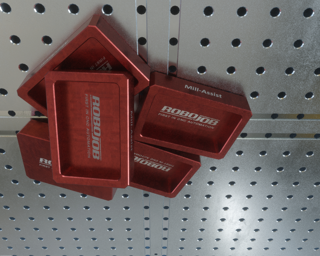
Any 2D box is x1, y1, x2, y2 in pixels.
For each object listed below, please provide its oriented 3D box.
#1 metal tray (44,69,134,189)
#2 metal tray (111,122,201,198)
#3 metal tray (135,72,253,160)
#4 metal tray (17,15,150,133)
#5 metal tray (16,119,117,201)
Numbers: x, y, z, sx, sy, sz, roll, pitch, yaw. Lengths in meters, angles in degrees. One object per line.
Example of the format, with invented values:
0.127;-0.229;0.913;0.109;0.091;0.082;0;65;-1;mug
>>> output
-0.077;0.001;0.352;0.090;0.030;0.129;3;106;6;metal tray
-0.018;0.050;0.449;0.131;0.030;0.089;20;128;-16;metal tray
0.038;-0.012;0.397;0.131;0.030;0.089;14;129;-12;metal tray
-0.087;-0.054;0.360;0.130;0.030;0.090;-32;123;24;metal tray
-0.121;0.045;0.423;0.131;0.030;0.089;14;131;6;metal tray
